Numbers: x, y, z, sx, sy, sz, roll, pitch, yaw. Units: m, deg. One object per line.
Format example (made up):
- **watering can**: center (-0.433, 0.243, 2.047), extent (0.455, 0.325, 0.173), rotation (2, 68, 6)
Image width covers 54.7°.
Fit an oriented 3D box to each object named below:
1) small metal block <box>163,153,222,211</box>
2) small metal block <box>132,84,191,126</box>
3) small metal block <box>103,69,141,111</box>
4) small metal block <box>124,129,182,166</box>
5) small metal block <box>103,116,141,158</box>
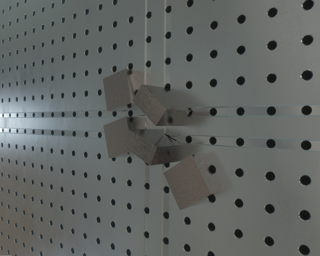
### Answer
- **small metal block**: center (0.039, 0.065, 0.376), extent (0.050, 0.025, 0.050), rotation (-38, 67, 33)
- **small metal block**: center (0.002, -0.028, 0.389), extent (0.050, 0.050, 0.025), rotation (47, 118, 29)
- **small metal block**: center (-0.054, -0.054, 0.452), extent (0.050, 0.025, 0.050), rotation (-14, 81, 38)
- **small metal block**: center (-0.009, 0.023, 0.399), extent (0.050, 0.050, 0.025), rotation (30, 109, 35)
- **small metal block**: center (-0.053, 0.014, 0.451), extent (0.050, 0.025, 0.050), rotation (-18, 79, 38)
